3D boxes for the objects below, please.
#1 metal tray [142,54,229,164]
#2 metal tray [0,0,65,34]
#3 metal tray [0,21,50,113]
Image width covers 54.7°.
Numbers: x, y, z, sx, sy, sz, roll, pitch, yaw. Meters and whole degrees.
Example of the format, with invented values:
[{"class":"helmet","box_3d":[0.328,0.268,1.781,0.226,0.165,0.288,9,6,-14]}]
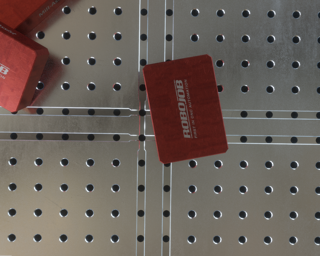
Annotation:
[{"class":"metal tray","box_3d":[0.033,-0.024,0.411,0.091,0.030,0.129,-10,90,-1]},{"class":"metal tray","box_3d":[-0.172,-0.197,0.408,0.130,0.030,0.090,-42,91,-1]},{"class":"metal tray","box_3d":[-0.218,-0.090,0.392,0.130,0.030,0.089,30,111,-1]}]
